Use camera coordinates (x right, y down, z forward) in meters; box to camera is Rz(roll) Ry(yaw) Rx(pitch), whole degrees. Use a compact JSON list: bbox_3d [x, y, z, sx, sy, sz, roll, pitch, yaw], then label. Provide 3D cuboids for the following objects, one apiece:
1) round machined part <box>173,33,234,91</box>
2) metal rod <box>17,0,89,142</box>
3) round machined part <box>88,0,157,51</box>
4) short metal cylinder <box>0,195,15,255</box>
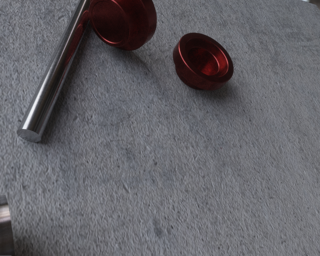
[{"bbox_3d":[0.064,-0.099,0.490,0.099,0.042,0.098,14,56,-21],"label":"round machined part"},{"bbox_3d":[-0.119,-0.114,0.410,0.025,0.025,0.300,21,54,-17],"label":"metal rod"},{"bbox_3d":[-0.057,-0.150,0.419,0.098,0.097,0.042,42,51,0],"label":"round machined part"},{"bbox_3d":[-0.142,0.095,0.234,0.050,0.080,0.080,-5,65,-31],"label":"short metal cylinder"}]
